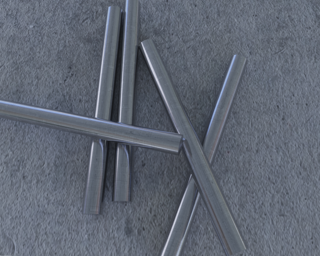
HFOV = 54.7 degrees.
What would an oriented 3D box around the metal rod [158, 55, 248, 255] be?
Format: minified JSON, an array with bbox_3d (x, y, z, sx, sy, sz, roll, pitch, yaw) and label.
[{"bbox_3d":[0.059,0.033,0.396,0.025,0.025,0.300,20,71,7],"label":"metal rod"}]

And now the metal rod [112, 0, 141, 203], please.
[{"bbox_3d":[-0.044,-0.051,0.426,0.025,0.025,0.299,1,70,0],"label":"metal rod"}]

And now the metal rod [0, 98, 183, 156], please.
[{"bbox_3d":[-0.121,-0.009,0.388,0.301,0.025,0.025,11,70,12],"label":"metal rod"}]

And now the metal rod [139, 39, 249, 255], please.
[{"bbox_3d":[0.030,0.004,0.386,0.025,0.025,0.299,-18,63,-7],"label":"metal rod"}]

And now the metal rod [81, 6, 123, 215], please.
[{"bbox_3d":[-0.075,-0.037,0.420,0.025,0.025,0.299,2,70,0],"label":"metal rod"}]
